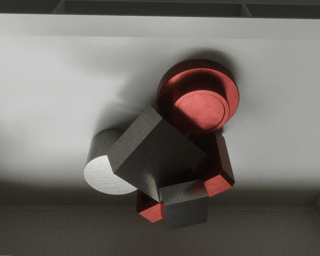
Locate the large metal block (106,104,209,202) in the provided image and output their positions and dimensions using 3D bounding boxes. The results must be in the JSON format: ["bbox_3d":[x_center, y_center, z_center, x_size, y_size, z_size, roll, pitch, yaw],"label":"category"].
[{"bbox_3d":[-0.004,0.032,0.371,0.080,0.050,0.080,39,95,-28],"label":"large metal block"}]

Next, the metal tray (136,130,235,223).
[{"bbox_3d":[0.029,0.061,0.416,0.130,0.090,0.030,-31,123,23],"label":"metal tray"}]

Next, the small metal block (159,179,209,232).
[{"bbox_3d":[0.028,0.090,0.359,0.050,0.025,0.050,-10,130,-9],"label":"small metal block"}]

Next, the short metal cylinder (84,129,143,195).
[{"bbox_3d":[-0.060,0.048,0.430,0.081,0.050,0.079,0,130,0],"label":"short metal cylinder"}]

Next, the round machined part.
[{"bbox_3d":[0.046,-0.029,0.371,0.099,0.042,0.097,-1,130,0],"label":"round machined part"}]
